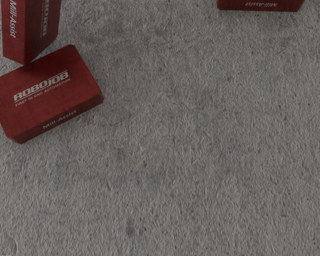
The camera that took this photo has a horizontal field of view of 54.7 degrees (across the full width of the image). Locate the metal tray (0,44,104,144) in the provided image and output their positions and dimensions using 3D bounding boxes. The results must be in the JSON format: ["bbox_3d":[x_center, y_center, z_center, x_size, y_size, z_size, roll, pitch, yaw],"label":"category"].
[{"bbox_3d":[-0.155,-0.048,0.422,0.131,0.030,0.090,-29,73,-10],"label":"metal tray"}]

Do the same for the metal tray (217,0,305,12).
[{"bbox_3d":[0.157,-0.232,0.490,0.131,0.030,0.090,2,70,0],"label":"metal tray"}]

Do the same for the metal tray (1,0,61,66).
[{"bbox_3d":[-0.159,-0.155,0.392,0.030,0.129,0.090,24,44,-3],"label":"metal tray"}]
